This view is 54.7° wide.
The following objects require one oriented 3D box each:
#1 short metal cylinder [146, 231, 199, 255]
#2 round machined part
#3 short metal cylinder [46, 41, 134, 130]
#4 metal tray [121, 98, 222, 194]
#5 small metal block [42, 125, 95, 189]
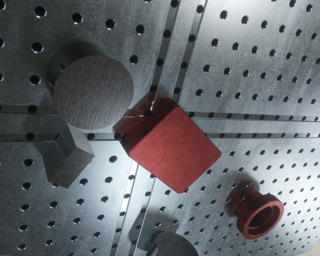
[{"bbox_3d":[0.019,0.223,0.524,0.081,0.080,0.050,15,111,-34],"label":"short metal cylinder"},{"bbox_3d":[0.190,0.167,0.607,0.099,0.042,0.097,-14,124,-21],"label":"round machined part"},{"bbox_3d":[-0.074,-0.045,0.326,0.081,0.050,0.079,-14,124,-21],"label":"short metal cylinder"},{"bbox_3d":[0.021,0.030,0.437,0.090,0.030,0.130,-44,129,2],"label":"metal tray"},{"bbox_3d":[-0.106,0.032,0.357,0.050,0.050,0.025,-50,129,7],"label":"small metal block"}]
